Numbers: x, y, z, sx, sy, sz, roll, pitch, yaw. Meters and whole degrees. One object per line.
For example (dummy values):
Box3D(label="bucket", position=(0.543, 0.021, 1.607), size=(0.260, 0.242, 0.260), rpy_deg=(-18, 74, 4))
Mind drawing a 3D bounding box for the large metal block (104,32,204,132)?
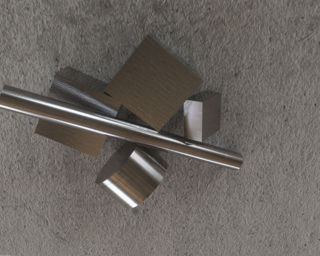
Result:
Box3D(label="large metal block", position=(-0.007, -0.057, 0.374), size=(0.080, 0.050, 0.080), rpy_deg=(38, 106, -13))

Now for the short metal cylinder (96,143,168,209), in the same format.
Box3D(label="short metal cylinder", position=(-0.037, 0.056, 0.401), size=(0.080, 0.080, 0.050), rpy_deg=(-42, 105, 14))

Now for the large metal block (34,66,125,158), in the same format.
Box3D(label="large metal block", position=(-0.097, -0.021, 0.389), size=(0.080, 0.050, 0.080), rpy_deg=(24, 108, -9))

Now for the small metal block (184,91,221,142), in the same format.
Box3D(label="small metal block", position=(0.054, -0.016, 0.390), size=(0.025, 0.050, 0.050), rpy_deg=(12, 115, 34))

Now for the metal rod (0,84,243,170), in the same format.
Box3D(label="metal rod", position=(-0.026, 0.007, 0.370), size=(0.302, 0.025, 0.025), rpy_deg=(16, 110, -24))
